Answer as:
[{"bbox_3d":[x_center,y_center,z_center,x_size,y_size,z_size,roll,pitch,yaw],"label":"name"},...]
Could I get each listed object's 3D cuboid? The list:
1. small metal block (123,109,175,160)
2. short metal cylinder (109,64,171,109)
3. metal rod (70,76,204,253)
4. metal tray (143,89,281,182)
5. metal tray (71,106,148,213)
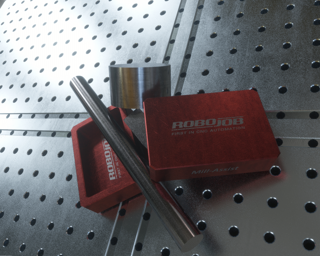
[{"bbox_3d":[-0.013,0.008,0.388,0.025,0.050,0.050,-42,51,0],"label":"small metal block"},{"bbox_3d":[-0.026,-0.058,0.409,0.080,0.081,0.050,9,108,32],"label":"short metal cylinder"},{"bbox_3d":[-0.048,0.019,0.378,0.025,0.025,0.300,-41,51,0],"label":"metal rod"},{"bbox_3d":[0.051,0.006,0.337,0.131,0.030,0.090,-5,56,-4],"label":"metal tray"},{"bbox_3d":[-0.067,0.035,0.414,0.090,0.030,0.130,-28,52,10],"label":"metal tray"}]
